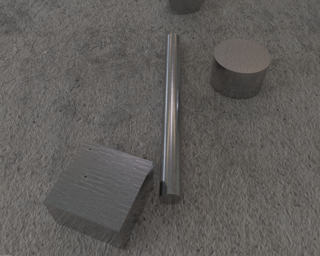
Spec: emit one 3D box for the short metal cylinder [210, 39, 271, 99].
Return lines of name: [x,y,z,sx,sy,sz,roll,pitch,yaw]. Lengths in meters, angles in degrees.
short metal cylinder: [0.117,-0.089,0.462,0.081,0.050,0.080,0,50,0]

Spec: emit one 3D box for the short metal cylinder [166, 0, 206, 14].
short metal cylinder: [0.046,-0.267,0.592,0.081,0.080,0.050,-15,52,-12]

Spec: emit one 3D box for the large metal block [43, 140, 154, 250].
large metal block: [-0.059,0.069,0.328,0.080,0.050,0.080,17,52,13]

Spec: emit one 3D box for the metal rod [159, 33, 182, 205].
metal rod: [0.017,-0.037,0.434,0.025,0.025,0.300,2,50,1]
